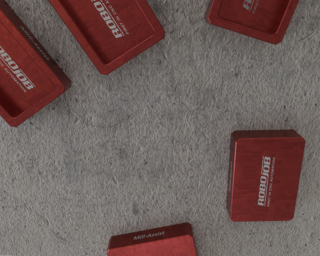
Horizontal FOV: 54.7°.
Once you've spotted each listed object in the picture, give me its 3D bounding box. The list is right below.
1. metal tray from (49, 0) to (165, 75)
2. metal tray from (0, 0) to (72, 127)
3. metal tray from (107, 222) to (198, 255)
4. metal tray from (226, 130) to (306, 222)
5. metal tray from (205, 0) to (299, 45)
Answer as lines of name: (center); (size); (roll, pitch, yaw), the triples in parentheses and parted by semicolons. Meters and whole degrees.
metal tray: (-0.064, -0.139, 0.355); (0.090, 0.030, 0.130); (-31, 108, 10)
metal tray: (-0.186, -0.077, 0.376); (0.090, 0.030, 0.130); (-34, 107, 11)
metal tray: (-0.007, 0.203, 0.482); (0.131, 0.030, 0.089); (-12, 110, 4)
metal tray: (0.144, 0.068, 0.433); (0.091, 0.030, 0.129); (-1, 110, 0)
metal tray: (0.114, -0.170, 0.345); (0.091, 0.030, 0.129); (16, 109, -6)
